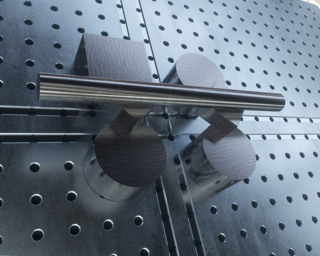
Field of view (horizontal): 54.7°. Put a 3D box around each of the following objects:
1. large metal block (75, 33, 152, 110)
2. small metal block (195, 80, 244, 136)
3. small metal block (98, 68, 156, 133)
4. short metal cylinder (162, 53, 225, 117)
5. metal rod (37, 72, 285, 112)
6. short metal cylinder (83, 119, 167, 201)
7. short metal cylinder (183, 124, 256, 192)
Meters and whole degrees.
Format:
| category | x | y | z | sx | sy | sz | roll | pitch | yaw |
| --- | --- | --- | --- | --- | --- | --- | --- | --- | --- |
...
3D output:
| category | x | y | z | sx | sy | sz | roll | pitch | yaw |
| --- | --- | --- | --- | --- | --- | --- | --- | --- | --- |
| large metal block | -0.061 | -0.070 | 0.401 | 0.081 | 0.050 | 0.080 | 1 | 61 | -28 |
| small metal block | 0.081 | -0.027 | 0.404 | 0.050 | 0.025 | 0.050 | 35 | 51 | -5 |
| small metal block | -0.033 | -0.032 | 0.346 | 0.050 | 0.025 | 0.050 | 42 | 51 | 1 |
| short metal cylinder | 0.048 | -0.063 | 0.456 | 0.081 | 0.050 | 0.080 | 14 | 56 | -21 |
| metal rod | 0.025 | -0.036 | 0.347 | 0.303 | 0.025 | 0.025 | 1 | 62 | -28 |
| short metal cylinder | -0.040 | 0.036 | 0.347 | 0.081 | 0.050 | 0.080 | 14 | 56 | -21 |
| short metal cylinder | 0.078 | 0.039 | 0.410 | 0.081 | 0.050 | 0.080 | 14 | 56 | -21 |
